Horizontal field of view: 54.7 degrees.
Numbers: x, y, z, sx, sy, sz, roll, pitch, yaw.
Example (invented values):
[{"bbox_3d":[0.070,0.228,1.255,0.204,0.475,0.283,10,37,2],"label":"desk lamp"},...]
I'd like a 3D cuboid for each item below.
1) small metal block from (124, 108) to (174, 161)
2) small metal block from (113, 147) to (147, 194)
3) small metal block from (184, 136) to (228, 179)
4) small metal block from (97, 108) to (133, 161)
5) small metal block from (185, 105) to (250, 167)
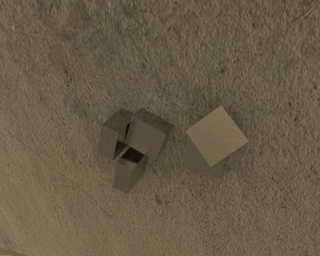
[{"bbox_3d":[-0.016,0.008,0.420,0.050,0.025,0.050,29,128,10],"label":"small metal block"},{"bbox_3d":[-0.042,0.059,0.449,0.025,0.050,0.050,23,127,14],"label":"small metal block"},{"bbox_3d":[0.060,0.031,0.394,0.050,0.025,0.050,16,125,19],"label":"small metal block"},{"bbox_3d":[-0.059,0.008,0.427,0.025,0.050,0.050,26,128,12],"label":"small metal block"},{"bbox_3d":[0.066,0.010,0.355,0.050,0.025,0.050,-37,75,11],"label":"small metal block"}]
